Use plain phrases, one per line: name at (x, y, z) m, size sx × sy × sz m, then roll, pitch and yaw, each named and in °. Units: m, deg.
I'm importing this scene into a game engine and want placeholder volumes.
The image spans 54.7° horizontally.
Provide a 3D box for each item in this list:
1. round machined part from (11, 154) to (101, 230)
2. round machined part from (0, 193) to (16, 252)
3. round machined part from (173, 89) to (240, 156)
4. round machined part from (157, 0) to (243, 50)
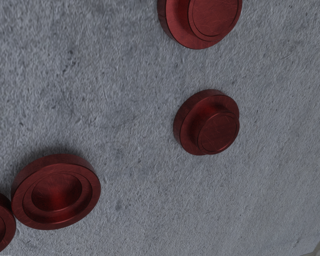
round machined part at (-0.125, 0.071, 0.372) m, size 0.099 × 0.042 × 0.097 m, roll -14°, pitch 124°, yaw -21°
round machined part at (-0.214, 0.103, 0.342) m, size 0.099 × 0.042 × 0.097 m, roll -14°, pitch 124°, yaw -21°
round machined part at (0.071, -0.002, 0.434) m, size 0.099 × 0.042 × 0.097 m, roll -14°, pitch 124°, yaw -21°
round machined part at (0.050, -0.134, 0.340) m, size 0.099 × 0.042 × 0.097 m, roll -14°, pitch 124°, yaw -21°
